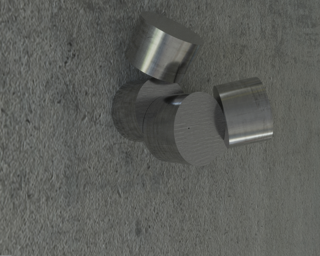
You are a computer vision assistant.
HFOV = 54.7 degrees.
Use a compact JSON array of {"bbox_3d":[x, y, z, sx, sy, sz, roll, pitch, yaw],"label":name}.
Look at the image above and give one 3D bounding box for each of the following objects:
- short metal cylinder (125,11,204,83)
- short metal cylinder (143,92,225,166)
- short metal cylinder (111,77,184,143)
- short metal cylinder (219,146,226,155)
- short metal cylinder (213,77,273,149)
[{"bbox_3d":[0.005,-0.096,0.368,0.081,0.080,0.050,0,129,-40],"label":"short metal cylinder"},{"bbox_3d":[0.028,0.001,0.350,0.081,0.050,0.079,0,90,-40],"label":"short metal cylinder"},{"bbox_3d":[-0.012,-0.021,0.381,0.081,0.050,0.079,0,90,-40],"label":"short metal cylinder"},{"bbox_3d":[0.057,-0.001,0.440,0.081,0.050,0.079,0,90,-40],"label":"short metal cylinder"},{"bbox_3d":[0.100,-0.019,0.382,0.050,0.080,0.079,-12,101,4],"label":"short metal cylinder"}]
